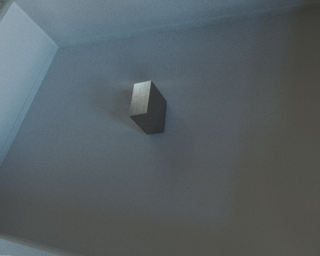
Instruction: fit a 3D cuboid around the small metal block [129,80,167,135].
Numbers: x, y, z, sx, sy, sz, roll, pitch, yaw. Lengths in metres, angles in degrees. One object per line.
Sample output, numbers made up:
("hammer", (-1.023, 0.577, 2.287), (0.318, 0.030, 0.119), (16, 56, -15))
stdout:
("small metal block", (-0.014, -0.026, 0.410), (0.025, 0.050, 0.050), (-9, 57, 24))
